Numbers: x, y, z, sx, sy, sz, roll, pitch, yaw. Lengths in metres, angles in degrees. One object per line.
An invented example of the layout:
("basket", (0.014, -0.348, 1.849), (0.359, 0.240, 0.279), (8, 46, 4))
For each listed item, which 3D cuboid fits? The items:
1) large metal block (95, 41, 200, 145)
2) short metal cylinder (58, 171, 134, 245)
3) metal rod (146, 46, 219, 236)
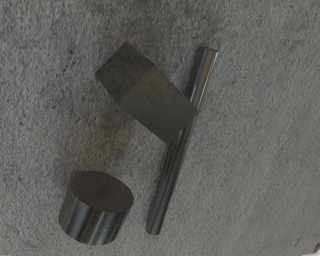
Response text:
("large metal block", (-0.015, -0.039, 0.339), (0.050, 0.080, 0.080), (-46, 129, 4))
("short metal cylinder", (-0.080, 0.098, 0.388), (0.081, 0.080, 0.050), (12, 112, -33))
("metal rod", (0.024, 0.034, 0.441), (0.025, 0.025, 0.298), (1, 118, -29))
